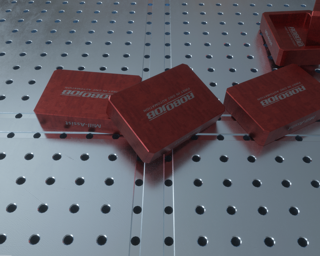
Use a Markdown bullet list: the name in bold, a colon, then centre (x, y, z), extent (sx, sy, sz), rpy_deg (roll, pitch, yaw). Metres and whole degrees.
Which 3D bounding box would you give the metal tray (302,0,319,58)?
- **metal tray**: centre (0.270, -0.180, 0.518), extent (0.030, 0.090, 0.130), rpy_deg (14, 51, 23)

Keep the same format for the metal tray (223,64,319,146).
- **metal tray**: centre (0.168, -0.037, 0.438), extent (0.131, 0.030, 0.090), rpy_deg (-22, 54, -18)

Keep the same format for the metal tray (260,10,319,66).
- **metal tray**: centre (0.231, -0.156, 0.528), extent (0.091, 0.030, 0.130), rpy_deg (-2, 46, 2)

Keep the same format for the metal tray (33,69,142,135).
- **metal tray**: centre (-0.096, -0.038, 0.436), extent (0.131, 0.030, 0.090), rpy_deg (5, 50, 4)

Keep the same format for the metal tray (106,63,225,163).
- **metal tray**: centre (0.009, -0.024, 0.401), extent (0.131, 0.030, 0.090), rpy_deg (-29, 72, -30)
